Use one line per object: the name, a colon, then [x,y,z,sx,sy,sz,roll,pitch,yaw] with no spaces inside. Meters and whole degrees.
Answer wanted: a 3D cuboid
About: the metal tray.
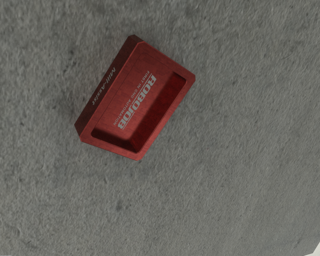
metal tray: [-0.029,-0.031,0.368,0.090,0.030,0.130,25,105,-37]
